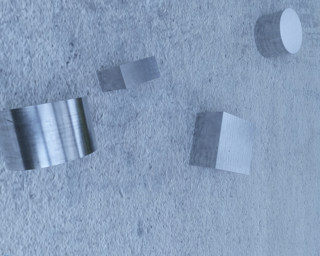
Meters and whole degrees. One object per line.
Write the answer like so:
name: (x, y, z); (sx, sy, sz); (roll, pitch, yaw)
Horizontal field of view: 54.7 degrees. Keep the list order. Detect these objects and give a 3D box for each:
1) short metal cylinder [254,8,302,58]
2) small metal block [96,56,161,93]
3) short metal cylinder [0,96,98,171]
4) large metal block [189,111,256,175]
short metal cylinder: (0.219, -0.173, 0.572); (0.081, 0.050, 0.079); (0, 90, -40)
small metal block: (-0.037, -0.062, 0.358); (0.050, 0.050, 0.025); (-26, 107, -37)
short metal cylinder: (-0.102, 0.002, 0.283); (0.081, 0.080, 0.050); (-16, 101, -39)
large metal block: (0.096, 0.024, 0.469); (0.081, 0.050, 0.080); (16, 80, -39)
